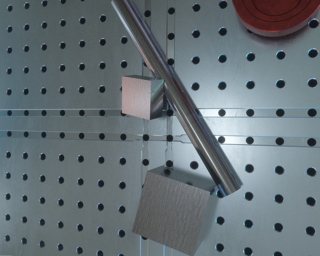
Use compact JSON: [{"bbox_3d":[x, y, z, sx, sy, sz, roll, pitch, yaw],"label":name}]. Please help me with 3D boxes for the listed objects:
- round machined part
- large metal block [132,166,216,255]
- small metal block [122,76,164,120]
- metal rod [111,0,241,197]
[{"bbox_3d":[0.135,-0.154,0.356,0.098,0.042,0.097,0,90,20],"label":"round machined part"},{"bbox_3d":[0.020,0.101,0.392,0.080,0.050,0.080,16,95,19],"label":"large metal block"},{"bbox_3d":[-0.023,-0.041,0.407,0.050,0.025,0.050,15,111,37],"label":"small metal block"},{"bbox_3d":[0.016,-0.049,0.406,0.025,0.025,0.299,-33,80,17],"label":"metal rod"}]
